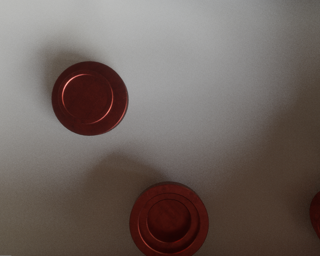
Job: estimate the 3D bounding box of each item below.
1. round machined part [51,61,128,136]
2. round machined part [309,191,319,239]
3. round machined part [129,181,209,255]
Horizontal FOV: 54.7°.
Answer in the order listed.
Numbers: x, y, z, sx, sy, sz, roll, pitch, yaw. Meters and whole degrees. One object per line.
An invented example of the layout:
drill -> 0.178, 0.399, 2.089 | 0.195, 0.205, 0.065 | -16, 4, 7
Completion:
round machined part -> -0.092, -0.038, 0.402 | 0.099, 0.042, 0.097 | 0, 90, 0
round machined part -> 0.229, 0.117, 0.374 | 0.042, 0.098, 0.097 | -14, 90, -37
round machined part -> 0.011, 0.118, 0.403 | 0.099, 0.042, 0.097 | 0, 90, 0
